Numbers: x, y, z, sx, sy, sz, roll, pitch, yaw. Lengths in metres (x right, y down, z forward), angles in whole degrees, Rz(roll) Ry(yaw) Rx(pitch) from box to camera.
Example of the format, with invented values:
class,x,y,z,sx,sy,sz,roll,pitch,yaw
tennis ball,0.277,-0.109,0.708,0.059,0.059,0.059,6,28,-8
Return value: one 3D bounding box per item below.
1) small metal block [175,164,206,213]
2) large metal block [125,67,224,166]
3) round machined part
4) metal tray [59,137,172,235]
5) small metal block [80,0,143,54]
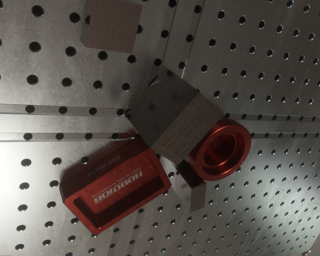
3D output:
class,x,y,z,sx,sy,sz,roll,pitch,yaw
small metal block,0.046,0.093,0.480,0.025,0.050,0.050,-15,125,-20
large metal block,0.014,-0.016,0.375,0.080,0.080,0.050,-49,129,6
round machined part,0.084,0.028,0.466,0.099,0.042,0.097,-14,124,-21
metal tray,-0.057,0.081,0.428,0.131,0.030,0.090,-31,129,-9
small metal block,-0.051,-0.107,0.318,0.050,0.025,0.050,1,118,-29
